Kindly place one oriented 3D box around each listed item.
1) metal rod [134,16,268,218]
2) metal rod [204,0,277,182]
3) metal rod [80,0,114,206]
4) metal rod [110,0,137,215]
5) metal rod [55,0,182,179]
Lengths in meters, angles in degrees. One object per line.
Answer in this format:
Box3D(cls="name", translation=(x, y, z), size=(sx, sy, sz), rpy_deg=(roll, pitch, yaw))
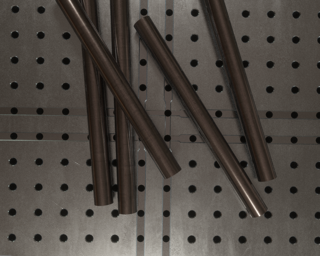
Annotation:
Box3D(cls="metal rod", translation=(0.054, -0.014, 0.414), size=(0.025, 0.025, 0.299), rpy_deg=(-32, 90, 0))
Box3D(cls="metal rod", translation=(0.101, -0.075, 0.414), size=(0.025, 0.025, 0.298), rpy_deg=(-17, 90, 0))
Box3D(cls="metal rod", translation=(-0.087, -0.048, 0.412), size=(0.025, 0.025, 0.298), rpy_deg=(-5, 90, -1))
Box3D(cls="metal rod", translation=(-0.049, -0.037, 0.412), size=(0.025, 0.025, 0.298), rpy_deg=(-2, 90, -1))
Box3D(cls="metal rod", translation=(-0.062, -0.070, 0.386), size=(0.025, 0.025, 0.299), rpy_deg=(-31, 90, 0))
